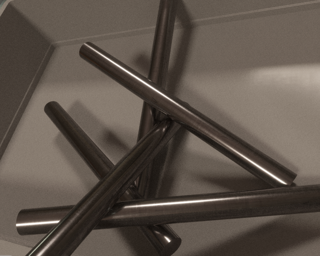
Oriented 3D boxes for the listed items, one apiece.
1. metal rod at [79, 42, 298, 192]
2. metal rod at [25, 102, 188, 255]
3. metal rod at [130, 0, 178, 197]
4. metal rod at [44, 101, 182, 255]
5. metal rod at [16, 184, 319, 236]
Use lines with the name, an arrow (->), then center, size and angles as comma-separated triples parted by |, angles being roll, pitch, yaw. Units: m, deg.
metal rod -> 0.015, -0.024, 0.361 | 0.300, 0.025, 0.025 | 35, 81, 22
metal rod -> -0.041, 0.051, 0.298 | 0.025, 0.025, 0.302 | 6, 33, 30
metal rod -> -0.007, -0.044, 0.402 | 0.025, 0.025, 0.299 | 0, 72, 27
metal rod -> -0.079, 0.041, 0.388 | 0.025, 0.025, 0.300 | -47, 50, -5
metal rod -> 0.016, 0.077, 0.292 | 0.302, 0.025, 0.025 | -6, 58, 4
